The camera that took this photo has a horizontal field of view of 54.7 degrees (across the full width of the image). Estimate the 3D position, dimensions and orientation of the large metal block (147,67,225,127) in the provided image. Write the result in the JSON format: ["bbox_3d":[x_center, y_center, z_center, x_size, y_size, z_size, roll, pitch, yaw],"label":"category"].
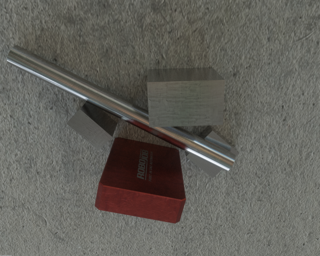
[{"bbox_3d":[0.027,-0.039,0.366,0.081,0.080,0.050,-2,110,0],"label":"large metal block"}]

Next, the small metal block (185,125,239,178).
[{"bbox_3d":[0.070,0.032,0.424,0.050,0.025,0.050,40,105,-14],"label":"small metal block"}]

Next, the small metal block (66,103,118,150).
[{"bbox_3d":[-0.084,-0.006,0.394,0.050,0.050,0.025,43,104,-14],"label":"small metal block"}]

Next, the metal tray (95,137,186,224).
[{"bbox_3d":[-0.020,0.056,0.376,0.091,0.130,0.030,12,110,-5],"label":"metal tray"}]

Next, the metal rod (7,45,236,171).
[{"bbox_3d":[-0.044,-0.022,0.388,0.301,0.025,0.025,27,108,-5],"label":"metal rod"}]
